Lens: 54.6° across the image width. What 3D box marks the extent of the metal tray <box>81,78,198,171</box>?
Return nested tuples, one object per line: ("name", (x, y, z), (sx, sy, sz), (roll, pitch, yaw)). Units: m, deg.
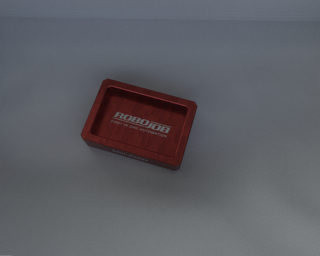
("metal tray", (-0.025, -0.005, 0.408), (0.131, 0.030, 0.090), (16, 71, 5))
